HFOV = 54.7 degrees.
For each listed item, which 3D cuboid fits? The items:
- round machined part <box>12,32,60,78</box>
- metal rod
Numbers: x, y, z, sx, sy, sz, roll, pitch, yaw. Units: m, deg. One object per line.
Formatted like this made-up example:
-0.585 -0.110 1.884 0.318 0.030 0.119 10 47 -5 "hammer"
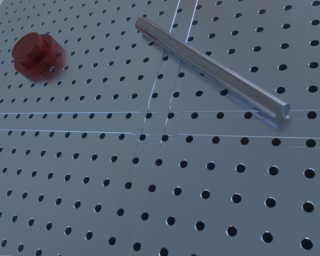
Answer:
-0.256 -0.153 0.622 0.098 0.042 0.098 -13 56 20 "round machined part"
0.052 -0.097 0.439 0.025 0.025 0.300 -44 51 -2 "metal rod"
